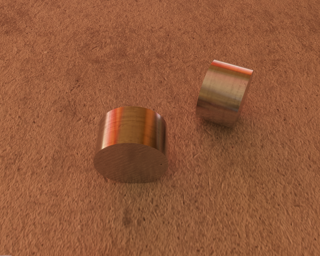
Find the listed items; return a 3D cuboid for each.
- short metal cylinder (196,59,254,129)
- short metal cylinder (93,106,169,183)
[{"bbox_3d":[0.085,-0.044,0.405,0.050,0.080,0.080,20,53,15],"label":"short metal cylinder"},{"bbox_3d":[-0.031,0.021,0.350,0.081,0.080,0.050,0,50,0],"label":"short metal cylinder"}]
